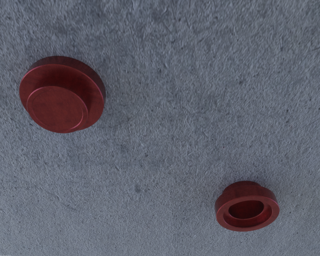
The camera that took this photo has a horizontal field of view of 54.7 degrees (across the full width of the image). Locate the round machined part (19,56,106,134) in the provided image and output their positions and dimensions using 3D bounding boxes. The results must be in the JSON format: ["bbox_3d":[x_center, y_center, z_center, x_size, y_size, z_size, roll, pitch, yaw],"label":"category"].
[{"bbox_3d":[-0.116,-0.032,0.368,0.099,0.042,0.097,0,130,0],"label":"round machined part"}]

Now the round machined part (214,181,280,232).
[{"bbox_3d":[0.138,0.123,0.502,0.099,0.042,0.097,0,130,0],"label":"round machined part"}]
